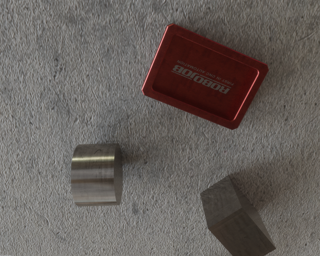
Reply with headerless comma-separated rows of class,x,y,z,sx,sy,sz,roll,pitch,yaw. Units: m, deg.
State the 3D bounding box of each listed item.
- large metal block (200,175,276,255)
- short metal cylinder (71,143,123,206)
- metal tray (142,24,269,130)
large metal block,0.104,0.126,0.428,0.050,0.080,0.080,-37,106,12
short metal cylinder,-0.079,0.060,0.402,0.050,0.080,0.079,-2,110,0
metal tray,0.054,-0.062,0.384,0.131,0.030,0.089,21,109,-8
